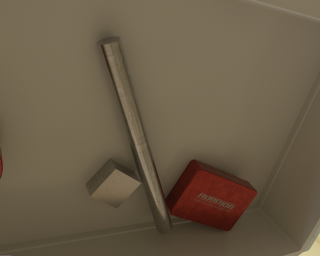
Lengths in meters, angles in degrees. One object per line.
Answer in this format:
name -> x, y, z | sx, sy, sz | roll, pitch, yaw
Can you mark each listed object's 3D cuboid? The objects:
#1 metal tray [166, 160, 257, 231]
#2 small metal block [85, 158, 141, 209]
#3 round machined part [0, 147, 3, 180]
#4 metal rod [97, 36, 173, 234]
metal tray -> 0.085, 0.114, 0.510 | 0.131, 0.030, 0.090 | 24, 105, -26
small metal block -> -0.063, 0.076, 0.423 | 0.050, 0.025, 0.050 | -47, 129, 5
round machined part -> -0.210, 0.031, 0.302 | 0.099, 0.042, 0.097 | -14, 125, -21
metal rod -> -0.023, 0.031, 0.402 | 0.025, 0.025, 0.298 | -23, 123, -15
